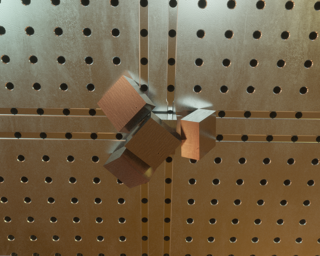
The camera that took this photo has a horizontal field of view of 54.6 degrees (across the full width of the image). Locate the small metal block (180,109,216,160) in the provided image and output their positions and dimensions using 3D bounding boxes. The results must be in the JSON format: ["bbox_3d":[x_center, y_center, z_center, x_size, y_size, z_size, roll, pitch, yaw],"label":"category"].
[{"bbox_3d":[0.050,0.007,0.400,0.025,0.050,0.050,10,114,31],"label":"small metal block"}]

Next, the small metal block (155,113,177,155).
[{"bbox_3d":[-0.004,0.007,0.416,0.050,0.025,0.050,1,113,-1],"label":"small metal block"}]

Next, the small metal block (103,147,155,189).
[{"bbox_3d":[-0.041,0.052,0.419,0.050,0.025,0.050,43,142,-14],"label":"small metal block"}]

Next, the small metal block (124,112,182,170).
[{"bbox_3d":[-0.009,0.016,0.392,0.050,0.025,0.050,39,105,-14],"label":"small metal block"}]

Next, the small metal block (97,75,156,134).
[{"bbox_3d":[-0.042,-0.029,0.389,0.050,0.025,0.050,-45,69,14],"label":"small metal block"}]
